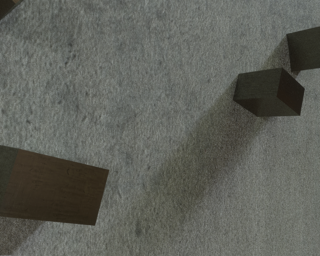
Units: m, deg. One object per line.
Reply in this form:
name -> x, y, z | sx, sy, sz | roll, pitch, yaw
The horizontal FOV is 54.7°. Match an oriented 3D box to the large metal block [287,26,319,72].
large metal block -> 0.317, -0.164, 0.638 | 0.050, 0.080, 0.079 | -19, 102, -39

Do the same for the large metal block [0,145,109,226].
large metal block -> -0.107, 0.050, 0.281 | 0.080, 0.080, 0.050 | 21, 77, -38

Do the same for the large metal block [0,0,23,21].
large metal block -> -0.144, -0.136, 0.249 | 0.080, 0.080, 0.050 | 48, 62, -30

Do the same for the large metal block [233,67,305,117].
large metal block -> 0.185, -0.057, 0.528 | 0.080, 0.080, 0.050 | 25, 74, -38
